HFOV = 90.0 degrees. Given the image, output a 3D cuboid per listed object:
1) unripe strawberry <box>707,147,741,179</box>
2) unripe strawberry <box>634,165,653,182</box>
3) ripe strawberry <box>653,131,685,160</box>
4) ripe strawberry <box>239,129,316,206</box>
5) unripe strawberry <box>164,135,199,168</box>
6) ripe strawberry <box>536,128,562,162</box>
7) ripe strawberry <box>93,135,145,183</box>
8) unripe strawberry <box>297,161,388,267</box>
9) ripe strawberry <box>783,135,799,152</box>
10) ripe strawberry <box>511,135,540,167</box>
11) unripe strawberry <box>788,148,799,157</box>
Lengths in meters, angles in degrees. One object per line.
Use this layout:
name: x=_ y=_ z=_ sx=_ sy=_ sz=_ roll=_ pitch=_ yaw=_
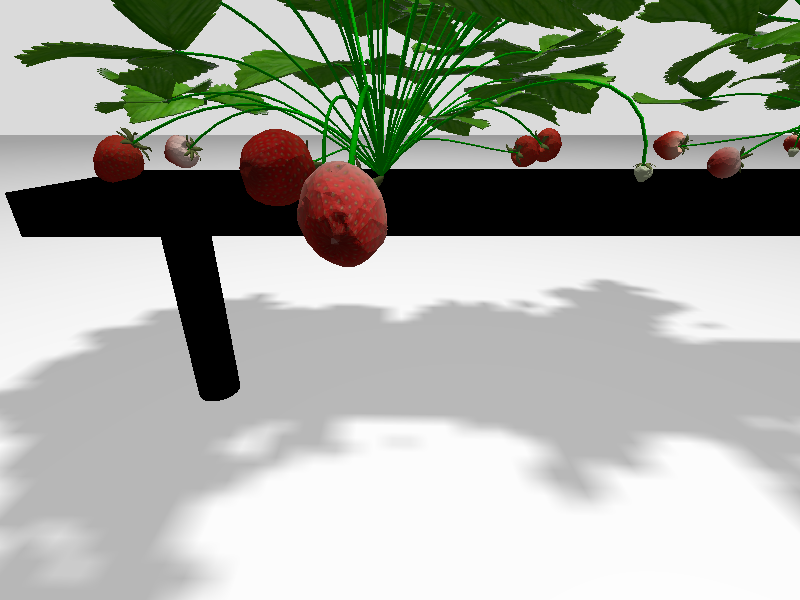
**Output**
unripe strawberry: x=0.253 y=-0.107 z=0.314 sx=0.022 sy=0.023 sz=0.020 roll=-13 pitch=24 yaw=-1
unripe strawberry: x=0.141 y=-0.073 z=0.233 sx=0.010 sy=0.010 sz=0.011 roll=15 pitch=28 yaw=31
ripe strawberry: x=0.336 y=-0.194 z=0.503 sx=0.032 sy=0.034 sz=0.035 roll=-12 pitch=26 yaw=-25
ripe strawberry: x=-0.067 y=-0.069 z=0.212 sx=0.038 sy=0.040 sz=0.041 roll=9 pitch=26 yaw=20
unripe strawberry: x=-0.218 y=-0.146 z=0.397 sx=0.032 sy=0.031 sz=0.030 roll=-5 pitch=20 yaw=23
ripe strawberry: x=0.166 y=-0.172 z=0.447 sx=0.034 sy=0.035 sz=0.031 roll=-5 pitch=22 yaw=-36
ripe strawberry: x=-0.207 y=-0.102 z=0.294 sx=0.035 sy=0.030 sz=0.035 roll=-41 pitch=25 yaw=7
unripe strawberry: x=-0.017 y=-0.023 z=0.114 sx=0.026 sy=0.030 sz=0.028 roll=0 pitch=35 yaw=0
ripe strawberry: x=0.549 y=-0.217 z=0.556 sx=0.024 sy=0.022 sz=0.022 roll=11 pitch=26 yaw=23
ripe strawberry: x=0.126 y=-0.146 z=0.395 sx=0.028 sy=0.030 sz=0.026 roll=-11 pitch=26 yaw=-24
unripe strawberry: x=0.507 y=-0.190 z=0.517 sx=0.010 sy=0.011 sz=0.011 roll=8 pitch=25 yaw=18
